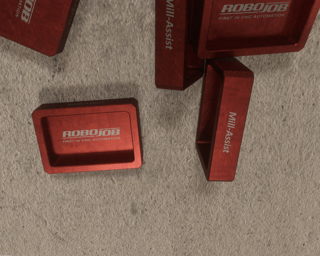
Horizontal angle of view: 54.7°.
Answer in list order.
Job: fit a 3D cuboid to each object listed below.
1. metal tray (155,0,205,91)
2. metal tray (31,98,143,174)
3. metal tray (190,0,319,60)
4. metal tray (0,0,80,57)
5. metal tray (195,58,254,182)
[{"bbox_3d":[0.025,-0.113,0.331,0.030,0.090,0.129,8,111,20],"label":"metal tray"},{"bbox_3d":[-0.091,0.011,0.409,0.131,0.030,0.089,-4,110,1],"label":"metal tray"},{"bbox_3d":[0.102,-0.124,0.331,0.131,0.030,0.089,-7,135,-10],"label":"metal tray"},{"bbox_3d":[-0.138,-0.158,0.347,0.090,0.030,0.129,23,108,-9],"label":"metal tray"},{"bbox_3d":[0.070,-0.014,0.364,0.030,0.090,0.129,2,115,-5],"label":"metal tray"}]
